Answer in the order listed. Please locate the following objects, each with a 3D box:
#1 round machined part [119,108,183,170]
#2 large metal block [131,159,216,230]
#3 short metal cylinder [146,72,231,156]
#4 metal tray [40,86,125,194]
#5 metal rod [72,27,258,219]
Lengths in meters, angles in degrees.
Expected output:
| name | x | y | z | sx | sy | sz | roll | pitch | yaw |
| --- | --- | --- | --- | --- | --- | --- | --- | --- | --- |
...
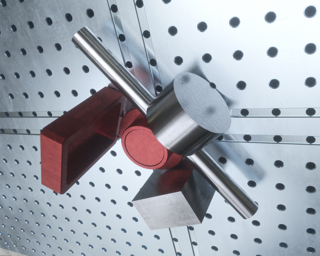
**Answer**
| name | x | y | z | sx | sy | sz | roll | pitch | yaw |
| --- | --- | --- | --- | --- | --- | --- | --- | --- | --- |
| round machined part | -0.012 | 0.017 | 0.415 | 0.098 | 0.042 | 0.097 | 13 | 124 | 20 |
| large metal block | 0.023 | 0.086 | 0.415 | 0.080 | 0.080 | 0.050 | -21 | 108 | 35 |
| short metal cylinder | 0.032 | -0.015 | 0.347 | 0.080 | 0.080 | 0.050 | 45 | 129 | -3 |
| metal tray | -0.096 | 0.012 | 0.400 | 0.030 | 0.131 | 0.089 | 25 | 127 | 13 |
| metal rod | 0.009 | -0.003 | 0.376 | 0.300 | 0.025 | 0.025 | 46 | 129 | -5 |
